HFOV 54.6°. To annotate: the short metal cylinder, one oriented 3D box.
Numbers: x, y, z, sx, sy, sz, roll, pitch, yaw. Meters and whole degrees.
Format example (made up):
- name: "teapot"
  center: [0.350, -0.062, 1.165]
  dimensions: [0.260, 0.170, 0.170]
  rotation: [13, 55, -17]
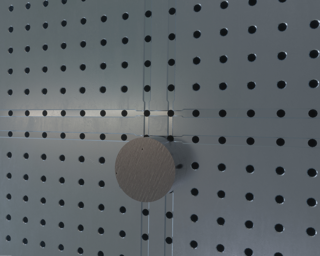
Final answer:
- name: "short metal cylinder"
  center: [-0.011, 0.051, 0.403]
  dimensions: [0.080, 0.050, 0.080]
  rotation: [0, 90, 20]
